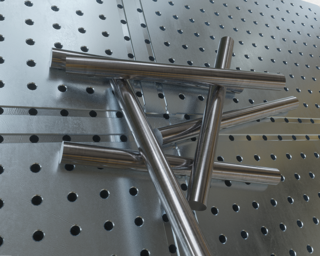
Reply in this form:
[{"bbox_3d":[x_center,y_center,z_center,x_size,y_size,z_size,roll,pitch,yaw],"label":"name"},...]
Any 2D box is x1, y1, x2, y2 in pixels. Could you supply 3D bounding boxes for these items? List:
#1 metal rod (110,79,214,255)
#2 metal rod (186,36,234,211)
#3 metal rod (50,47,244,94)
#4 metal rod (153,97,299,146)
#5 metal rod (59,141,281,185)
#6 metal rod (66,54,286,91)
[{"bbox_3d":[0.001,0.048,0.337,0.025,0.025,0.299,-5,51,-30],"label":"metal rod"},{"bbox_3d":[0.076,-0.029,0.432,0.025,0.025,0.300,27,52,-12],"label":"metal rod"},{"bbox_3d":[-0.001,-0.079,0.455,0.302,0.025,0.025,4,60,-26],"label":"metal rod"},{"bbox_3d":[0.119,-0.017,0.481,0.302,0.025,0.025,-13,69,-34],"label":"metal rod"},{"bbox_3d":[0.031,0.049,0.394,0.302,0.025,0.025,9,58,-23],"label":"metal rod"},{"bbox_3d":[0.032,-0.072,0.415,0.302,0.025,0.025,2,61,-16],"label":"metal rod"}]
